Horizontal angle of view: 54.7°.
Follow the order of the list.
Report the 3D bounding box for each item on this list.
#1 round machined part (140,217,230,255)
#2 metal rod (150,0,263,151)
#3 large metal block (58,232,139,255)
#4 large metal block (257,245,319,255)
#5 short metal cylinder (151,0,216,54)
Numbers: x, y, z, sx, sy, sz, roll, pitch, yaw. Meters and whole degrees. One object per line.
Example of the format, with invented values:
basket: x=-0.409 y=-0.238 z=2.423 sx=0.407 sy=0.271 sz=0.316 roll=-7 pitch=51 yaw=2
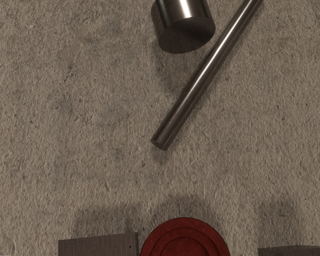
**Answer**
round machined part: x=0.027 y=0.151 z=0.344 sx=0.099 sy=0.042 sz=0.098 roll=0 pitch=70 yaw=-1
metal rod: x=0.078 y=-0.097 z=0.444 sx=0.025 sy=0.025 sz=0.300 roll=31 pitch=72 yaw=10
large metal block: x=-0.063 y=0.159 z=0.336 sx=0.081 sy=0.050 sz=0.080 roll=-5 pitch=70 yaw=-2
large metal block: x=0.145 y=0.166 z=0.320 sx=0.050 sy=0.080 sz=0.080 roll=-4 pitch=70 yaw=-2
short metal cylinder: x=0.032 y=-0.148 z=0.434 sx=0.081 sy=0.080 sz=0.050 roll=-12 pitch=71 yaw=-5
